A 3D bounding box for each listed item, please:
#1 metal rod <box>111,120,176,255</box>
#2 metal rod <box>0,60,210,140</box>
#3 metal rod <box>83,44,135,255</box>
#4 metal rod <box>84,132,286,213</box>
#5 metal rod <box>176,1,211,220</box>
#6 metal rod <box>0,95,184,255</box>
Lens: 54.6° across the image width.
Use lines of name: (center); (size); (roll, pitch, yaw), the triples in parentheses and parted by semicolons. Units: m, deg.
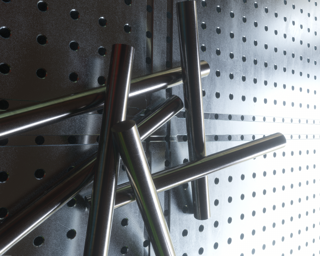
metal rod: (-0.001, 0.127, 0.372); (0.025, 0.025, 0.299); (-35, 123, -34)
metal rod: (-0.046, -0.043, 0.369); (0.302, 0.025, 0.025); (-22, 104, -38)
metal rod: (-0.058, 0.060, 0.326); (0.025, 0.025, 0.299); (11, 83, -39)
metal rod: (0.052, 0.053, 0.409); (0.302, 0.025, 0.025); (-15, 100, -26)
metal rod: (0.048, -0.013, 0.423); (0.025, 0.025, 0.298); (-18, 109, -38)
metal rod: (-0.076, 0.045, 0.344); (0.302, 0.025, 0.025); (-39, 114, -33)
